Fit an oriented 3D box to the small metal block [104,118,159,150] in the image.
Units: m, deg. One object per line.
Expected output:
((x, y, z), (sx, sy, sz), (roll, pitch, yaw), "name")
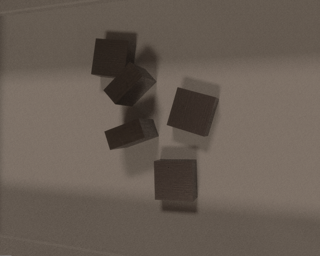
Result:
((-0.036, 0.008, 0.409), (0.050, 0.050, 0.025), (-20, 84, 18), "small metal block")

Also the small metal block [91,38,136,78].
((-0.064, -0.095, 0.432), (0.050, 0.025, 0.050), (9, 93, 19), "small metal block")

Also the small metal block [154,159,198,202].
((0.021, 0.067, 0.403), (0.050, 0.025, 0.050), (-2, 89, 19), "small metal block")

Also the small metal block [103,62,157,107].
((-0.038, -0.056, 0.410), (0.050, 0.050, 0.025), (-44, 77, 14), "small metal block")

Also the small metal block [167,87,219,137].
((0.042, -0.020, 0.395), (0.050, 0.025, 0.050), (18, 96, 18), "small metal block")
